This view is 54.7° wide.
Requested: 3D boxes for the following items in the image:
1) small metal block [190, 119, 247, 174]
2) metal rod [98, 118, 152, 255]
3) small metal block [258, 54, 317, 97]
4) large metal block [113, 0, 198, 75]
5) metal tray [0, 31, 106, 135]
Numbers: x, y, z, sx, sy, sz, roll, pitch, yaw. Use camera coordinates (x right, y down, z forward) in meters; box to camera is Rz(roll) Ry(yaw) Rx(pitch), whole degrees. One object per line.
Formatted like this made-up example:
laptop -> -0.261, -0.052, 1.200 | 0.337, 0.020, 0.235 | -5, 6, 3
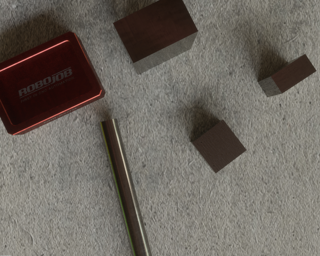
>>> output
small metal block -> 0.077, 0.024, 0.411 | 0.050, 0.025, 0.050 | -37, 90, 0
metal rod -> -0.032, 0.135, 0.409 | 0.025, 0.025, 0.298 | -14, 90, 0
small metal block -> 0.162, -0.066, 0.400 | 0.050, 0.050, 0.025 | -33, 90, 0
large metal block -> -0.005, -0.112, 0.382 | 0.080, 0.080, 0.050 | -27, 90, 0
metal tray -> -0.150, -0.057, 0.405 | 0.131, 0.030, 0.090 | -25, 90, -1
